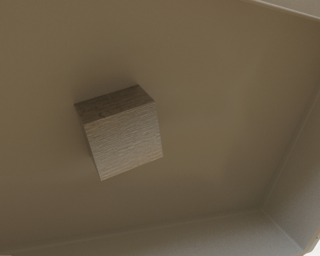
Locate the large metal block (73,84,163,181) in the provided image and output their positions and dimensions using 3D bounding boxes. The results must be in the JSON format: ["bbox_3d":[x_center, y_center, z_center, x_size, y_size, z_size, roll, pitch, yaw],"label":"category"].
[{"bbox_3d":[-0.047,0.004,0.369,0.081,0.050,0.080,-20,126,-17],"label":"large metal block"}]
